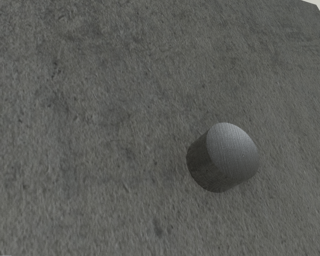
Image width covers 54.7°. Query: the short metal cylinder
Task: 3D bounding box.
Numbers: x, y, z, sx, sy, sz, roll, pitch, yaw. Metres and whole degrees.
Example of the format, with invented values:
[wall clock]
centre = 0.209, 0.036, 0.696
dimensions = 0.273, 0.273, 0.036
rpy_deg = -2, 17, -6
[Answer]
[short metal cylinder]
centre = 0.082, 0.040, 0.410
dimensions = 0.081, 0.050, 0.080
rpy_deg = 14, 56, -21
